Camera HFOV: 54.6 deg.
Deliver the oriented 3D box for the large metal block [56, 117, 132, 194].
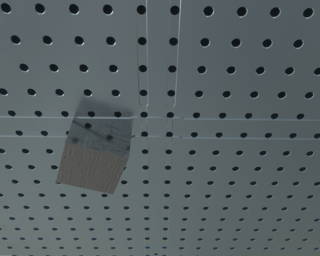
[{"bbox_3d":[-0.091,0.040,0.428,0.080,0.050,0.080,15,128,-13],"label":"large metal block"}]
